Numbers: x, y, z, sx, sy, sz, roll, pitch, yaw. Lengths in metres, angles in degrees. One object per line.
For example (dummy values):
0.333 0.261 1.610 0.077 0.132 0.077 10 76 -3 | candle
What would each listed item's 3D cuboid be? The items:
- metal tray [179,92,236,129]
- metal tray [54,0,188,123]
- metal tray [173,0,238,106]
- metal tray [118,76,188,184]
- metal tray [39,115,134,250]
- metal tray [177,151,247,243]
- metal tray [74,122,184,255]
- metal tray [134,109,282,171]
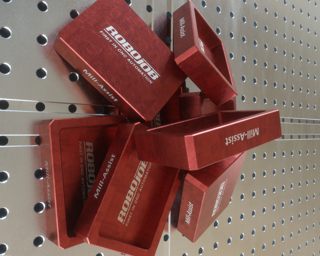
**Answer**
0.074 -0.005 0.442 0.131 0.030 0.090 -8 96 -57 | metal tray
-0.039 -0.077 0.351 0.130 0.030 0.090 44 63 -14 | metal tray
0.057 -0.101 0.408 0.090 0.030 0.130 40 33 -32 | metal tray
-0.003 0.000 0.402 0.091 0.030 0.129 -6 92 -41 | metal tray
-0.078 0.053 0.340 0.091 0.030 0.129 -6 93 -40 | metal tray
0.068 0.087 0.418 0.091 0.030 0.129 -36 145 -34 | metal tray
-0.026 0.069 0.344 0.090 0.030 0.130 33 70 -35 | metal tray
0.051 0.007 0.324 0.131 0.090 0.030 -14 99 -35 | metal tray
